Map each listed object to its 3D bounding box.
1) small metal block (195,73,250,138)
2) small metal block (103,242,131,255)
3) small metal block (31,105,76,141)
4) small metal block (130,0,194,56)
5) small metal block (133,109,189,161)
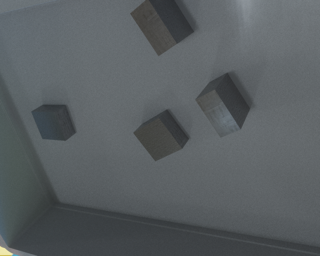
[{"bbox_3d":[0.070,-0.026,0.339,0.025,0.050,0.050,-27,104,37],"label":"small metal block"},{"bbox_3d":[-0.089,0.264,0.622,0.050,0.025,0.050,38,129,2],"label":"small metal block"},{"bbox_3d":[-0.169,-0.009,0.493,0.050,0.025,0.050,3,120,27],"label":"small metal block"},{"bbox_3d":[0.004,-0.109,0.323,0.025,0.050,0.050,-26,104,37],"label":"small metal block"},{"bbox_3d":[0.001,0.011,0.415,0.050,0.025,0.050,-29,103,37],"label":"small metal block"}]
